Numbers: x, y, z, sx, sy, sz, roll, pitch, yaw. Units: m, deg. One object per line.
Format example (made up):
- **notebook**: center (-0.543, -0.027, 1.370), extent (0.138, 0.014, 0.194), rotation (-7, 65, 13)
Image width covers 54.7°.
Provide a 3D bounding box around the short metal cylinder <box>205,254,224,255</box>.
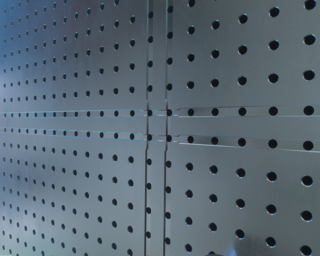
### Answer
- **short metal cylinder**: center (0.064, 0.181, 0.321), extent (0.080, 0.081, 0.050), rotation (38, 113, 33)
